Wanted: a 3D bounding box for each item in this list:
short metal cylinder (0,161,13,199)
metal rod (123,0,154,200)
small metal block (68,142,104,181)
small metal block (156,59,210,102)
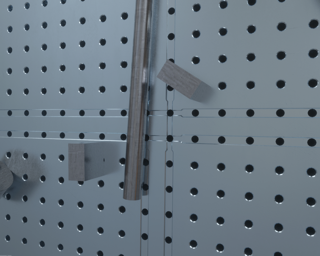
[{"bbox_3d":[-0.281,0.085,0.483,0.080,0.080,0.050,44,104,14],"label":"short metal cylinder"},{"bbox_3d":[-0.028,-0.052,0.422,0.025,0.025,0.298,4,91,20],"label":"metal rod"},{"bbox_3d":[-0.103,0.045,0.436,0.025,0.050,0.050,-1,90,20],"label":"small metal block"},{"bbox_3d":[0.030,-0.058,0.388,0.050,0.050,0.025,36,102,16],"label":"small metal block"}]
